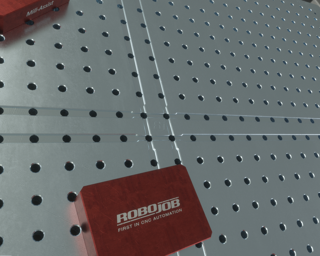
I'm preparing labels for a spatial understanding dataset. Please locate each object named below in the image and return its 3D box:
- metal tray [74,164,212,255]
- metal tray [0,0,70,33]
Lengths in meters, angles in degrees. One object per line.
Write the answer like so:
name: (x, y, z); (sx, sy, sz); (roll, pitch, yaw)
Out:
metal tray: (-0.016, 0.096, 0.337); (0.131, 0.030, 0.090); (-8, 66, -32)
metal tray: (-0.195, -0.190, 0.415); (0.090, 0.030, 0.131); (41, 51, -1)
